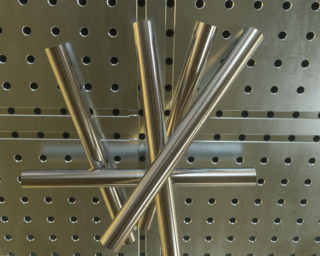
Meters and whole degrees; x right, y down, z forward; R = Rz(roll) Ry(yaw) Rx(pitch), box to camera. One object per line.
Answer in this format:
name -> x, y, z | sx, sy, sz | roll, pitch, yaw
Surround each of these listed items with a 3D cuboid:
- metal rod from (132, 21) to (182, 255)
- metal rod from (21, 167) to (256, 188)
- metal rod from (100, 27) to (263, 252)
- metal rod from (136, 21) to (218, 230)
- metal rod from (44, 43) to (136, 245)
metal rod -> -0.002, 0.023, 0.380 | 0.025, 0.025, 0.298 | -7, 94, 2
metal rod -> -0.027, 0.066, 0.409 | 0.302, 0.025, 0.025 | 0, 110, -1
metal rod -> 0.028, 0.008, 0.360 | 0.025, 0.025, 0.300 | 36, 84, -13
metal rod -> 0.016, 0.011, 0.417 | 0.025, 0.025, 0.298 | 15, 109, -6
metal rod -> -0.088, 0.036, 0.425 | 0.025, 0.025, 0.298 | -15, 110, 5
